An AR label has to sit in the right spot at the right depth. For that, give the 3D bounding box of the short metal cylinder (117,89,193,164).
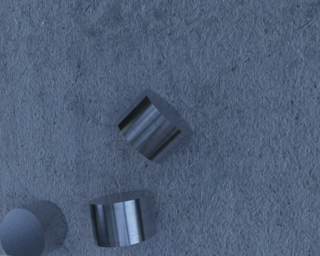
[{"bbox_3d":[-0.006,-0.003,0.382,0.050,0.080,0.080,-45,76,15],"label":"short metal cylinder"}]

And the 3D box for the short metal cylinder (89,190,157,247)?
[{"bbox_3d":[-0.047,0.113,0.396,0.080,0.080,0.050,-9,87,20],"label":"short metal cylinder"}]

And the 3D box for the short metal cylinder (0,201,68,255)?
[{"bbox_3d":[-0.187,0.154,0.462,0.080,0.050,0.080,0,90,20],"label":"short metal cylinder"}]
